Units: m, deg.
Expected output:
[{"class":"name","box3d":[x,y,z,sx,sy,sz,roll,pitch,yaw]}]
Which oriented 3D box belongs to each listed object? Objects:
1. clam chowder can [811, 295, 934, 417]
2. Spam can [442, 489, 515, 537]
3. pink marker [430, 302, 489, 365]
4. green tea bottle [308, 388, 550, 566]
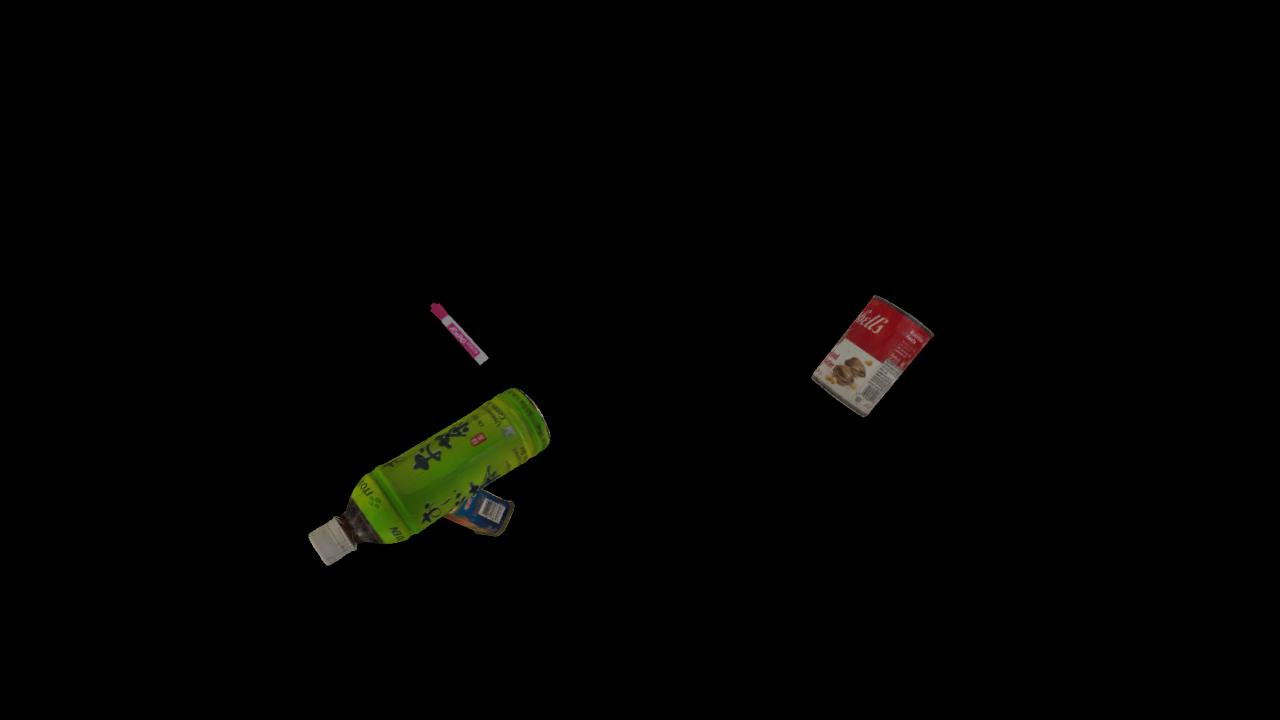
[{"class":"clam chowder can","box3d":[0.225,-0.003,0.601,0.068,0.102,0.068,34,11,-7]},{"class":"Spam can","box3d":[-0.258,0.227,0.946,0.085,0.058,0.101,36,-31,-30]},{"class":"pink marker","box3d":[-0.287,-0.043,0.976,0.020,0.121,0.020,-39,9,8]},{"class":"green tea bottle","box3d":[-0.182,0.104,0.546,0.212,0.073,0.073,-34,17,-27]}]
